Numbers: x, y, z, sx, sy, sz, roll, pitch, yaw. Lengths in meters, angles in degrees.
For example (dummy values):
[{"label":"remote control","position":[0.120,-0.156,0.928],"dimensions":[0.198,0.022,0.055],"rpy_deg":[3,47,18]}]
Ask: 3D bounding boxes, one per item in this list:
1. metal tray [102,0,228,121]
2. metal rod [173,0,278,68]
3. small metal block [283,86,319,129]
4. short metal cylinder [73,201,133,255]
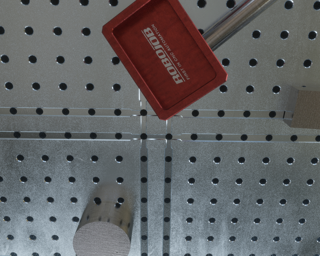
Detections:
[{"label":"metal tray","position":[0.006,-0.085,0.358],"dimensions":[0.090,0.030,0.130],"rpy_deg":[-34,90,12]},{"label":"metal rod","position":[0.138,-0.164,0.353],"dimensions":[0.300,0.025,0.025],"rpy_deg":[-38,106,12]},{"label":"small metal block","position":[0.196,-0.027,0.405],"dimensions":[0.050,0.025,0.050],"rpy_deg":[4,110,-2]},{"label":"short metal cylinder","position":[-0.082,0.155,0.456],"dimensions":[0.081,0.050,0.079],"rpy_deg":[0,110,0]}]
